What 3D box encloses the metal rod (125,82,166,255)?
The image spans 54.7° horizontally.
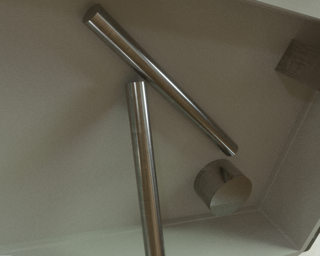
[{"bbox_3d":[-0.013,0.094,0.379,0.025,0.025,0.298,-9,96,-24],"label":"metal rod"}]

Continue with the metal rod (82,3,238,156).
[{"bbox_3d":[0.023,-0.039,0.398,0.025,0.025,0.301,-47,130,5],"label":"metal rod"}]

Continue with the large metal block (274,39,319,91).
[{"bbox_3d":[0.233,-0.083,0.452,0.081,0.080,0.050,13,112,-34],"label":"large metal block"}]

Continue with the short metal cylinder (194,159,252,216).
[{"bbox_3d":[0.104,0.098,0.513,0.081,0.050,0.079,-14,125,-21],"label":"short metal cylinder"}]
